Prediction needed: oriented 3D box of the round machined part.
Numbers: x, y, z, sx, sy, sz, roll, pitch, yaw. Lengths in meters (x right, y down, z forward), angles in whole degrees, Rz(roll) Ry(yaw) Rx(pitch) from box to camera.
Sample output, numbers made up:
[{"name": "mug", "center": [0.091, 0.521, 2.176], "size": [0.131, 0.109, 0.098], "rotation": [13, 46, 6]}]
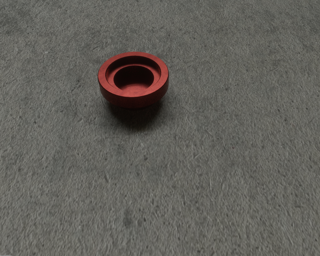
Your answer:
[{"name": "round machined part", "center": [-0.037, -0.063, 0.445], "size": [0.099, 0.042, 0.098], "rotation": [0, 50, 0]}]
